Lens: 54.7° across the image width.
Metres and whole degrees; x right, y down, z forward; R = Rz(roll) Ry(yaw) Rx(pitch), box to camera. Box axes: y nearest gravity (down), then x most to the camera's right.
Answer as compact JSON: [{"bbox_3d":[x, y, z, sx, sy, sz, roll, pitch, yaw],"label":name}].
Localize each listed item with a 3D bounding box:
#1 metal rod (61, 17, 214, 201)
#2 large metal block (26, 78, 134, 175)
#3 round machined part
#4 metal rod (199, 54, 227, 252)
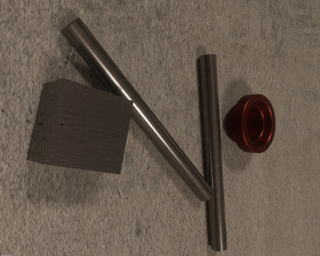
[{"bbox_3d":[-0.013,-0.005,0.395,0.300,0.025,0.025,52,60,-28],"label":"metal rod"},{"bbox_3d":[-0.081,0.001,0.322,0.081,0.050,0.080,16,80,-39],"label":"large metal block"},{"bbox_3d":[0.150,-0.007,0.523,0.099,0.042,0.097,0,90,-40],"label":"round machined part"},{"bbox_3d":[0.082,0.039,0.476,0.025,0.025,0.298,-7,95,-40],"label":"metal rod"}]
